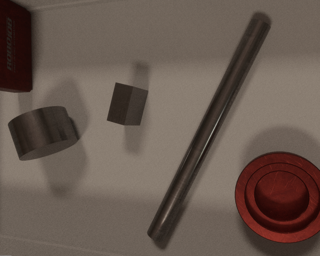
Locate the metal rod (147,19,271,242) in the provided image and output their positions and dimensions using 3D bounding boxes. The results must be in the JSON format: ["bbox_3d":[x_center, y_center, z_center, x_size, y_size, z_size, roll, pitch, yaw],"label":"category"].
[{"bbox_3d":[0.057,0.010,0.389,0.025,0.025,0.298,28,99,17],"label":"metal rod"}]

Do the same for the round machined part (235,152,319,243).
[{"bbox_3d":[0.138,0.075,0.353,0.098,0.042,0.097,0,90,19],"label":"round machined part"}]

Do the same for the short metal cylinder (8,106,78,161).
[{"bbox_3d":[-0.164,0.008,0.438,0.080,0.080,0.050,-24,82,18],"label":"short metal cylinder"}]

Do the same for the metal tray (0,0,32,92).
[{"bbox_3d":[-0.231,-0.121,0.454,0.030,0.090,0.129,-1,90,16],"label":"metal tray"}]

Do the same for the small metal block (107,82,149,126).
[{"bbox_3d":[-0.042,-0.031,0.411,0.025,0.050,0.050,16,95,19],"label":"small metal block"}]
